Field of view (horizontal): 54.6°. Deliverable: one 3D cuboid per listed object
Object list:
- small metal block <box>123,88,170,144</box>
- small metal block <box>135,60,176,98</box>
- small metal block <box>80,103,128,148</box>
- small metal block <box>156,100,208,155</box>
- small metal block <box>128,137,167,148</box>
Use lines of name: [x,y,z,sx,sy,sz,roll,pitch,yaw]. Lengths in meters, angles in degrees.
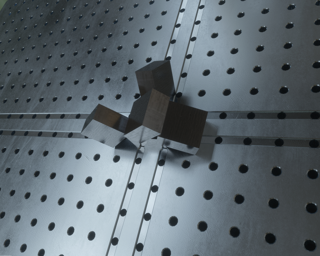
small metal block: [-0.017,-0.014,0.379,0.050,0.025,0.050,-27,43,55]
small metal block: [-0.005,-0.060,0.419,0.025,0.050,0.050,3,27,30]
small metal block: [-0.072,-0.002,0.419,0.050,0.050,0.025,-37,34,51]
small metal block: [0.027,0.000,0.381,0.050,0.025,0.050,16,66,1]
small metal block: [-0.011,-0.003,0.417,0.050,0.025,0.050,3,63,29]
